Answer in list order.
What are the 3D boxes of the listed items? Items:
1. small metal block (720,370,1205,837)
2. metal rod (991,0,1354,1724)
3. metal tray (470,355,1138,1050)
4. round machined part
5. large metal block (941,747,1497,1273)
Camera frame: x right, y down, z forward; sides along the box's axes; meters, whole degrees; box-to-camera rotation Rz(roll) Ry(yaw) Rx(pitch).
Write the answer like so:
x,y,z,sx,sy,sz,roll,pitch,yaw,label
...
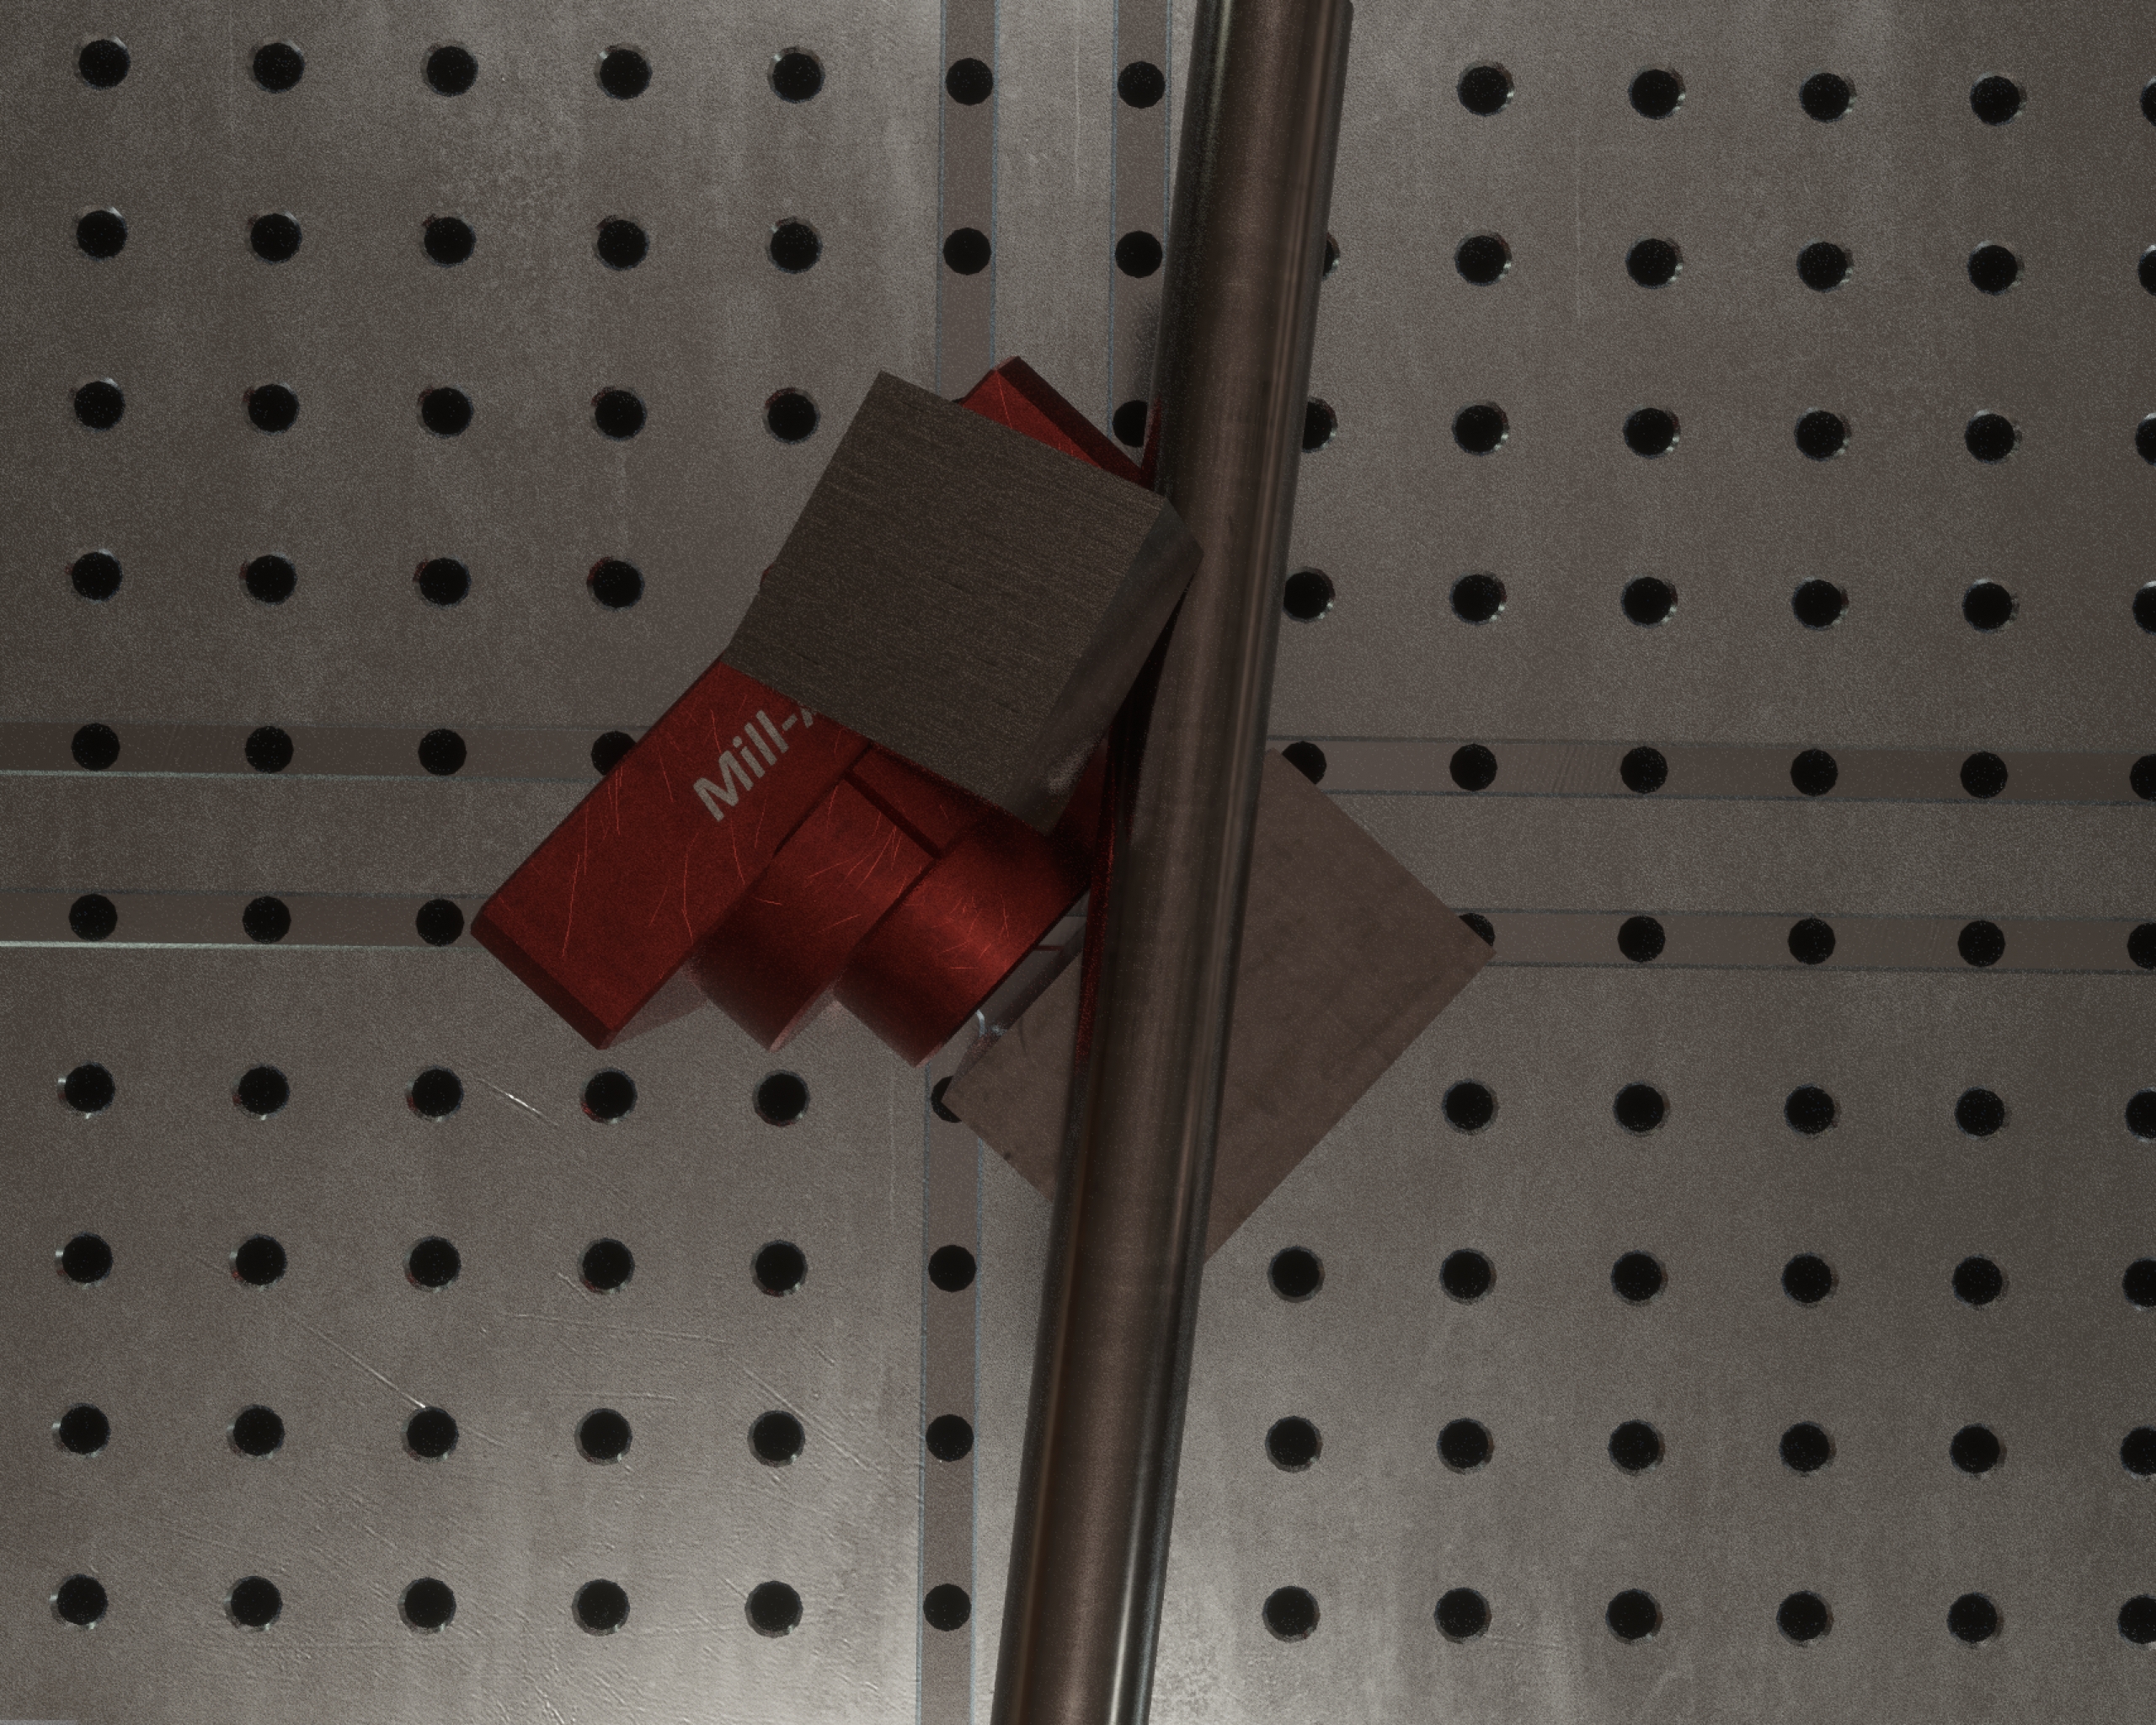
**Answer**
x,y,z,sx,sy,sz,roll,pitch,yaw,label
-0.017,-0.039,0.315,0.050,0.025,0.050,28,88,18,small metal block
0.014,0.011,0.333,0.025,0.025,0.298,7,90,-1,metal rod
-0.044,-0.026,0.380,0.030,0.090,0.130,43,90,0,metal tray
-0.022,-0.001,0.380,0.042,0.098,0.098,42,90,0,round machined part
0.023,0.027,0.383,0.050,0.080,0.080,43,90,-1,large metal block
